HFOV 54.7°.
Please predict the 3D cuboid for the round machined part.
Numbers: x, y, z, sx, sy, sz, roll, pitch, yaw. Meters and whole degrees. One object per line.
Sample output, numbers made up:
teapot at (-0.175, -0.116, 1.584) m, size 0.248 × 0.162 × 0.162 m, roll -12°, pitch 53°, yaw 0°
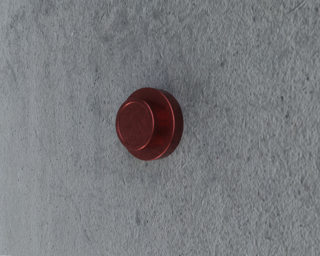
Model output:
round machined part at (-0.021, -0.005, 0.410) m, size 0.098 × 0.042 × 0.097 m, roll 0°, pitch 90°, yaw 39°
